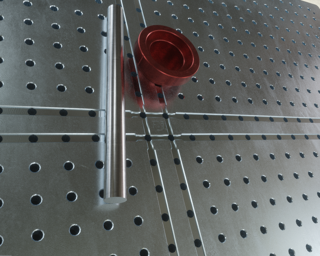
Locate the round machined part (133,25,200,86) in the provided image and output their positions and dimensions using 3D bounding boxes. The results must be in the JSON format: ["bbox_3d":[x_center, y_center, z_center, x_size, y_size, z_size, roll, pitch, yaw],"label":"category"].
[{"bbox_3d":[0.006,-0.102,0.463,0.099,0.042,0.098,14,56,-21],"label":"round machined part"}]

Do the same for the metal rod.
[{"bbox_3d":[-0.059,-0.052,0.407,0.025,0.025,0.299,9,58,-23],"label":"metal rod"}]
